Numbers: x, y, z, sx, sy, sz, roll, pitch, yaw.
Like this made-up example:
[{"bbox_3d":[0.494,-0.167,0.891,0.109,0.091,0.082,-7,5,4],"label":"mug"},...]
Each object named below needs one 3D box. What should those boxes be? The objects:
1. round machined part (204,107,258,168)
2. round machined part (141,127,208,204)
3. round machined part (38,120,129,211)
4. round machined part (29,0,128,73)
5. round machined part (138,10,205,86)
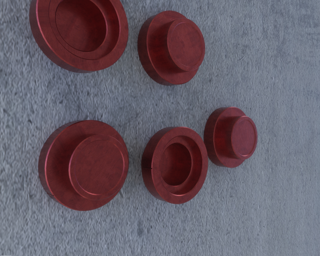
[{"bbox_3d":[0.118,0.015,0.493,0.099,0.042,0.097,0,90,-40],"label":"round machined part"},{"bbox_3d":[0.015,0.047,0.406,0.099,0.042,0.097,0,90,-40],"label":"round machined part"},{"bbox_3d":[-0.074,0.040,0.332,0.099,0.042,0.097,0,90,-40],"label":"round machined part"},{"bbox_3d":[-0.085,-0.106,0.322,0.099,0.042,0.097,0,90,-40],"label":"round machined part"},{"bbox_3d":[0.022,-0.107,0.412,0.099,0.042,0.097,0,90,-40],"label":"round machined part"}]
